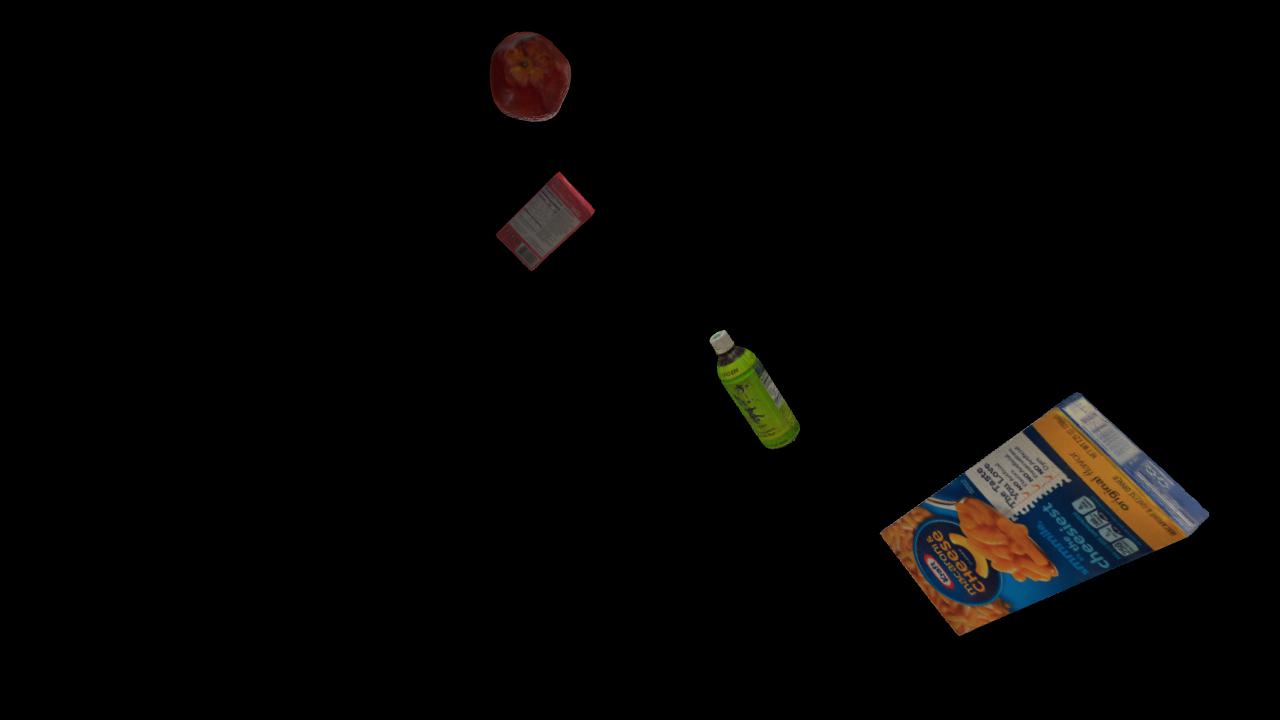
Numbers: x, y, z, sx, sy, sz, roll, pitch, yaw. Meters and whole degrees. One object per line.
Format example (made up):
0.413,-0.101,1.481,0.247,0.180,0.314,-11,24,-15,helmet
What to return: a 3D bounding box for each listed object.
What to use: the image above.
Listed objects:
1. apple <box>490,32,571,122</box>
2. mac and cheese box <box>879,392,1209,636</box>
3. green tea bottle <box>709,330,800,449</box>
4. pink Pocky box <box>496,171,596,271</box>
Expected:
-0.104,-0.262,0.572,0.079,0.079,0.093,0,15,-8,apple
0.256,0.113,0.421,0.041,0.093,0.184,-17,-31,-33,mac and cheese box
0.177,0.044,0.977,0.073,0.212,0.073,-30,18,11,green tea bottle
-0.154,-0.222,0.996,0.155,0.084,0.029,-36,18,29,pink Pocky box
